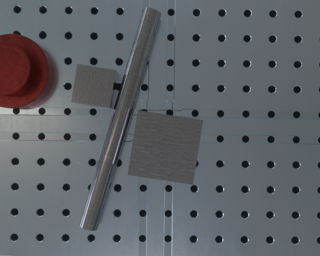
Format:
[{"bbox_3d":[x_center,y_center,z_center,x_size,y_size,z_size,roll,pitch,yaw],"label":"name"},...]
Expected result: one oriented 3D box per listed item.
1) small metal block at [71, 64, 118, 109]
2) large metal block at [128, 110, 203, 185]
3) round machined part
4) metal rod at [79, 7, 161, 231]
[{"bbox_3d":[-0.086,-0.054,0.413,0.050,0.025,0.050,9,90,0],"label":"small metal block"},{"bbox_3d":[0.007,0.024,0.401,0.080,0.050,0.080,9,90,0],"label":"large metal block"},{"bbox_3d":[-0.194,-0.075,0.403,0.099,0.042,0.097,0,90,0],"label":"round machined part"},{"bbox_3d":[-0.053,-0.012,0.412,0.025,0.025,0.298,17,90,0],"label":"metal rod"}]
